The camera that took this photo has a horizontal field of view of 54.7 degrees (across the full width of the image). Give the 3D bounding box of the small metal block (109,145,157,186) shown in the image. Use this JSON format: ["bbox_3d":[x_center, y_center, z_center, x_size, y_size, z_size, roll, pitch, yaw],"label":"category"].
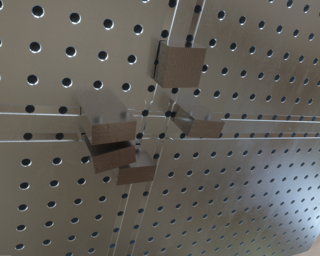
[{"bbox_3d":[-0.039,0.047,0.404,0.050,0.050,0.025,-2,120,-28],"label":"small metal block"}]

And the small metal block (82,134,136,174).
[{"bbox_3d":[-0.063,0.025,0.377,0.050,0.050,0.025,-15,125,-20],"label":"small metal block"}]

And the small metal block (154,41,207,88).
[{"bbox_3d":[0.024,-0.077,0.378,0.050,0.025,0.050,-5,121,-26],"label":"small metal block"}]

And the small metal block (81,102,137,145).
[{"bbox_3d":[-0.060,-0.007,0.359,0.050,0.050,0.025,-7,122,-26],"label":"small metal block"}]

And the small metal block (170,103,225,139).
[{"bbox_3d":[0.050,-0.010,0.418,0.050,0.050,0.025,5,116,-31],"label":"small metal block"}]
